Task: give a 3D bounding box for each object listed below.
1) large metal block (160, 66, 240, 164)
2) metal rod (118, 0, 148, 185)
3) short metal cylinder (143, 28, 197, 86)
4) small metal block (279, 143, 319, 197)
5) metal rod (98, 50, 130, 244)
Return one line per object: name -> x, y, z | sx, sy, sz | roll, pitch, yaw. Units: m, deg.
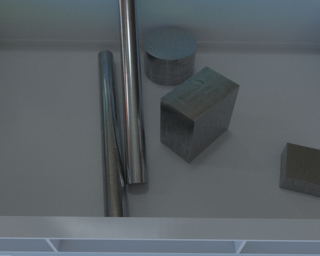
large metal block -> 0.047, -0.016, 0.383 | 0.050, 0.080, 0.080 | 37, 59, 27
metal rod -> -0.037, -0.079, 0.396 | 0.025, 0.025, 0.299 | -4, 73, -3
short metal cylinder -> 0.015, -0.111, 0.482 | 0.081, 0.050, 0.080 | 0, 50, 0
small metal block -> 0.172, 0.049, 0.366 | 0.050, 0.025, 0.050 | 13, 51, 10
metal rod -> -0.065, -0.002, 0.405 | 0.025, 0.025, 0.300 | -7, 50, -6
